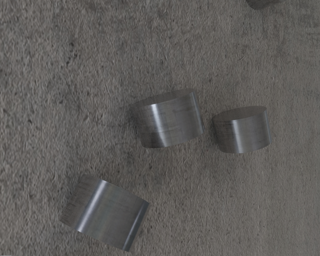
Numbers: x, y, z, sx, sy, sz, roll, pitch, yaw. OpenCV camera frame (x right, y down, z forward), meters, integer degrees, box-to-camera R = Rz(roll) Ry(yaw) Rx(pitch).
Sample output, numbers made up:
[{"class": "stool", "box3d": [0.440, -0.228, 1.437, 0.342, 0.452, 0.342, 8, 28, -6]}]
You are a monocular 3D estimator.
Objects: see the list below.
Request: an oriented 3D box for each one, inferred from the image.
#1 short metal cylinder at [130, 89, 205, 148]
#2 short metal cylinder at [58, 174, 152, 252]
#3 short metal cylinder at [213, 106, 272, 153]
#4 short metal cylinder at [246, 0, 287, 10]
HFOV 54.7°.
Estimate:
[{"class": "short metal cylinder", "box3d": [0.010, -0.013, 0.377, 0.081, 0.080, 0.050, -25, 106, -37]}, {"class": "short metal cylinder", "box3d": [-0.056, 0.088, 0.322, 0.080, 0.080, 0.050, 38, 67, -34]}, {"class": "short metal cylinder", "box3d": [0.126, 0.001, 0.474, 0.081, 0.080, 0.050, -23, 105, -38]}, {"class": "short metal cylinder", "box3d": [0.188, -0.256, 0.545, 0.081, 0.050, 0.080, 0, 90, -40]}]
